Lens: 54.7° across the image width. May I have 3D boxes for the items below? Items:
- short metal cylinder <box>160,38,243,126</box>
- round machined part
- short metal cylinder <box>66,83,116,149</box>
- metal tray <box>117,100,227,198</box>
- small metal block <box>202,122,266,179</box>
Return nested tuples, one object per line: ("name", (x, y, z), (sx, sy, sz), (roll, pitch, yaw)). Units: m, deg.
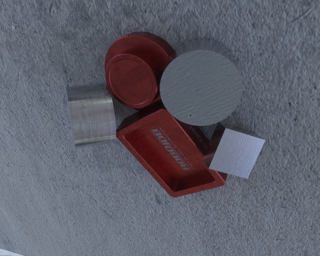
("short metal cylinder", (0.043, -0.049, 0.326), (0.080, 0.050, 0.079), (3, 119, 6))
("round machined part", (-0.026, -0.062, 0.373), (0.098, 0.042, 0.097), (13, 124, 21))
("short metal cylinder", (-0.091, -0.016, 0.402), (0.050, 0.080, 0.079), (-9, 124, -17))
("metal tray", (0.016, 0.030, 0.400), (0.090, 0.030, 0.130), (-24, 115, 36))
("small metal block", (0.084, 0.026, 0.357), (0.050, 0.025, 0.050), (16, 105, -14))
